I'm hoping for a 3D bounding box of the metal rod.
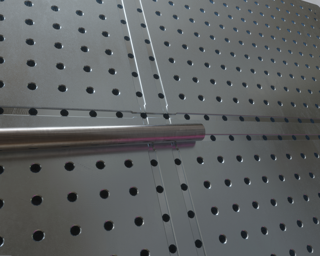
[{"bbox_3d":[-0.076,0.010,0.360,0.302,0.025,0.025,-2,63,-29],"label":"metal rod"}]
